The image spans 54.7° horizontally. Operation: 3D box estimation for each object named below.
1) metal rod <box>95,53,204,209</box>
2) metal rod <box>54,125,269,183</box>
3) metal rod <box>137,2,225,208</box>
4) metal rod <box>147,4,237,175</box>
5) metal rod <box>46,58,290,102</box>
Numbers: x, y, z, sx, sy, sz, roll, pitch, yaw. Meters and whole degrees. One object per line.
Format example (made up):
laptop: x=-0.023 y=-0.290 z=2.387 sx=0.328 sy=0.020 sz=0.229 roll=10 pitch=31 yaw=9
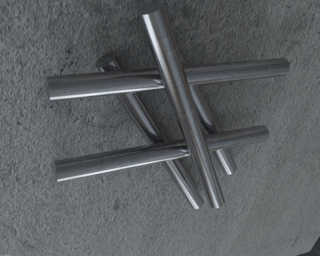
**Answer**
metal rod: x=0.002 y=0.026 z=0.426 sx=0.025 sy=0.025 sz=0.299 roll=-35 pitch=129 yaw=-5
metal rod: x=0.020 y=0.028 z=0.406 sx=0.303 sy=0.025 sz=0.025 roll=-9 pitch=122 yaw=-24
metal rod: x=0.038 y=0.001 z=0.367 sx=0.025 sy=0.025 sz=0.299 roll=-31 pitch=129 yaw=-9
metal rod: x=0.052 y=-0.029 z=0.420 sx=0.025 sy=0.025 sz=0.299 roll=-37 pitch=130 yaw=-4
metal rod: x=0.029 y=-0.060 z=0.357 sx=0.303 sy=0.025 sz=0.025 roll=-9 pitch=123 yaw=-24
